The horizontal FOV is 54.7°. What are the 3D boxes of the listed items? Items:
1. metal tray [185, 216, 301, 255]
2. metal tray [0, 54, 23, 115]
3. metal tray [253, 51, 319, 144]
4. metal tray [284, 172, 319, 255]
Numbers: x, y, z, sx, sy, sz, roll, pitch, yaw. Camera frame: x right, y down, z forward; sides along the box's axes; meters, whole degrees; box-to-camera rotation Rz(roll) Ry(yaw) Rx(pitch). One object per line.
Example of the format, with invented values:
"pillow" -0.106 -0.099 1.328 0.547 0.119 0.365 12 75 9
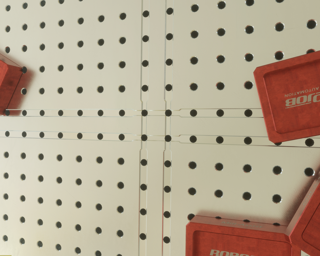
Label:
"metal tray" 0.098 0.161 0.375 0.130 0.030 0.089 1 90 19
"metal tray" -0.299 -0.089 0.512 0.130 0.030 0.090 31 100 17
"metal tray" 0.180 -0.039 0.346 0.130 0.030 0.089 -13 86 19
"metal tray" 0.203 0.085 0.321 0.090 0.030 0.130 31 85 17
